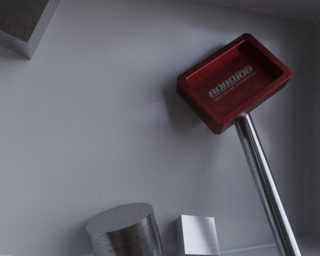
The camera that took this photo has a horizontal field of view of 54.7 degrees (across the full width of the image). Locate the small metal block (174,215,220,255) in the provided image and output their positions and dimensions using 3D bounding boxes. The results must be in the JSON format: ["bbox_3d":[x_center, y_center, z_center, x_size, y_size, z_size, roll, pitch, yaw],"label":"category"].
[{"bbox_3d":[0.049,0.148,0.417,0.050,0.025,0.050,11,52,-20],"label":"small metal block"}]

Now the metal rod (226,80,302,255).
[{"bbox_3d":[0.133,0.068,0.393,0.025,0.025,0.299,-4,65,-20],"label":"metal rod"}]

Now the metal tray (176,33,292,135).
[{"bbox_3d":[0.099,-0.063,0.419,0.131,0.030,0.090,-35,71,-14],"label":"metal tray"}]

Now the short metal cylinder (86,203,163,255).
[{"bbox_3d":[-0.042,0.128,0.367,0.081,0.080,0.050,-16,96,-20],"label":"short metal cylinder"}]

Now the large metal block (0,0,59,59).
[{"bbox_3d":[-0.146,-0.127,0.327,0.050,0.080,0.080,25,82,-19],"label":"large metal block"}]
